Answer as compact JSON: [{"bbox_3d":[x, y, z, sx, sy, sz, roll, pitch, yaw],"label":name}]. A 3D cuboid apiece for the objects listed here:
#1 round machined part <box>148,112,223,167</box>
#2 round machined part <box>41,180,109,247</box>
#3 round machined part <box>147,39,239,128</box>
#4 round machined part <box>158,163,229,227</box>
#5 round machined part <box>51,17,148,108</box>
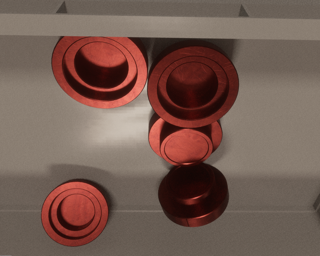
[{"bbox_3d":[0.034,0.014,0.410,0.099,0.042,0.097,-1,130,0],"label":"round machined part"},{"bbox_3d":[-0.130,0.129,0.484,0.099,0.042,0.097,0,88,-9],"label":"round machined part"},{"bbox_3d":[0.035,-0.052,0.349,0.099,0.042,0.097,-1,123,-1],"label":"round machined part"},{"bbox_3d":[0.045,0.084,0.434,0.098,0.098,0.042,-10,129,8],"label":"round machined part"},{"bbox_3d":[-0.062,-0.072,0.336,0.099,0.042,0.097,-1,130,0],"label":"round machined part"}]
